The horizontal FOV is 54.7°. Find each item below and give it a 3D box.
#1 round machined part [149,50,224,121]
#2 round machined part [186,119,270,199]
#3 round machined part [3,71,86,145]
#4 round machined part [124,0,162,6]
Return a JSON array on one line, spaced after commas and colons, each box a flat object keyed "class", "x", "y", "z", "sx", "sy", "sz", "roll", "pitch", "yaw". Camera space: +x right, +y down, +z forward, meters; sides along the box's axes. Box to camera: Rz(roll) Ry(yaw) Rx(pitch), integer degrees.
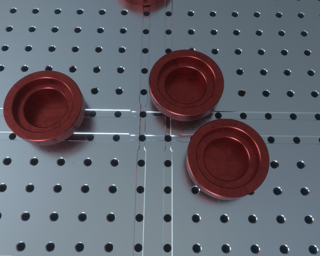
[{"class": "round machined part", "x": 0.034, "y": -0.054, "z": 0.423, "sx": 0.099, "sy": 0.042, "sz": 0.098, "roll": 0, "pitch": 70, "yaw": -1}, {"class": "round machined part", "x": 0.082, "y": 0.041, "z": 0.389, "sx": 0.099, "sy": 0.042, "sz": 0.098, "roll": 0, "pitch": 70, "yaw": 0}, {"class": "round machined part", "x": -0.148, "y": -0.023, "z": 0.409, "sx": 0.099, "sy": 0.042, "sz": 0.098, "roll": 0, "pitch": 70, "yaw": -1}, {"class": "round machined part", "x": -0.028, "y": -0.248, "z": 0.493, "sx": 0.099, "sy": 0.042, "sz": 0.098, "roll": 0, "pitch": 70, "yaw": -1}]
